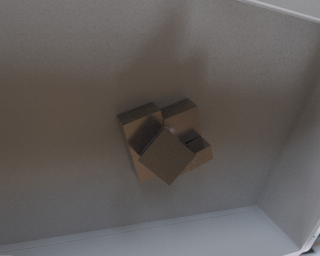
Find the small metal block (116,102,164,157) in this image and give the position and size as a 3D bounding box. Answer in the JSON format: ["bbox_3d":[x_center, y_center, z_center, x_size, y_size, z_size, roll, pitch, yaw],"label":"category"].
[{"bbox_3d":[-0.023,0.001,0.397,0.050,0.025,0.050,-23,127,-15],"label":"small metal block"}]

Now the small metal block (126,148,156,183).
[{"bbox_3d":[-0.014,0.041,0.426,0.050,0.025,0.050,-23,127,-15],"label":"small metal block"}]

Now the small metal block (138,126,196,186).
[{"bbox_3d":[0.009,0.034,0.386,0.050,0.025,0.050,39,97,-5],"label":"small metal block"}]

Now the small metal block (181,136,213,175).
[{"bbox_3d":[0.038,0.031,0.432,0.050,0.050,0.025,-26,128,-14],"label":"small metal block"}]

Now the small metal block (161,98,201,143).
[{"bbox_3d":[0.025,-0.005,0.419,0.050,0.025,0.050,-23,127,-15],"label":"small metal block"}]
